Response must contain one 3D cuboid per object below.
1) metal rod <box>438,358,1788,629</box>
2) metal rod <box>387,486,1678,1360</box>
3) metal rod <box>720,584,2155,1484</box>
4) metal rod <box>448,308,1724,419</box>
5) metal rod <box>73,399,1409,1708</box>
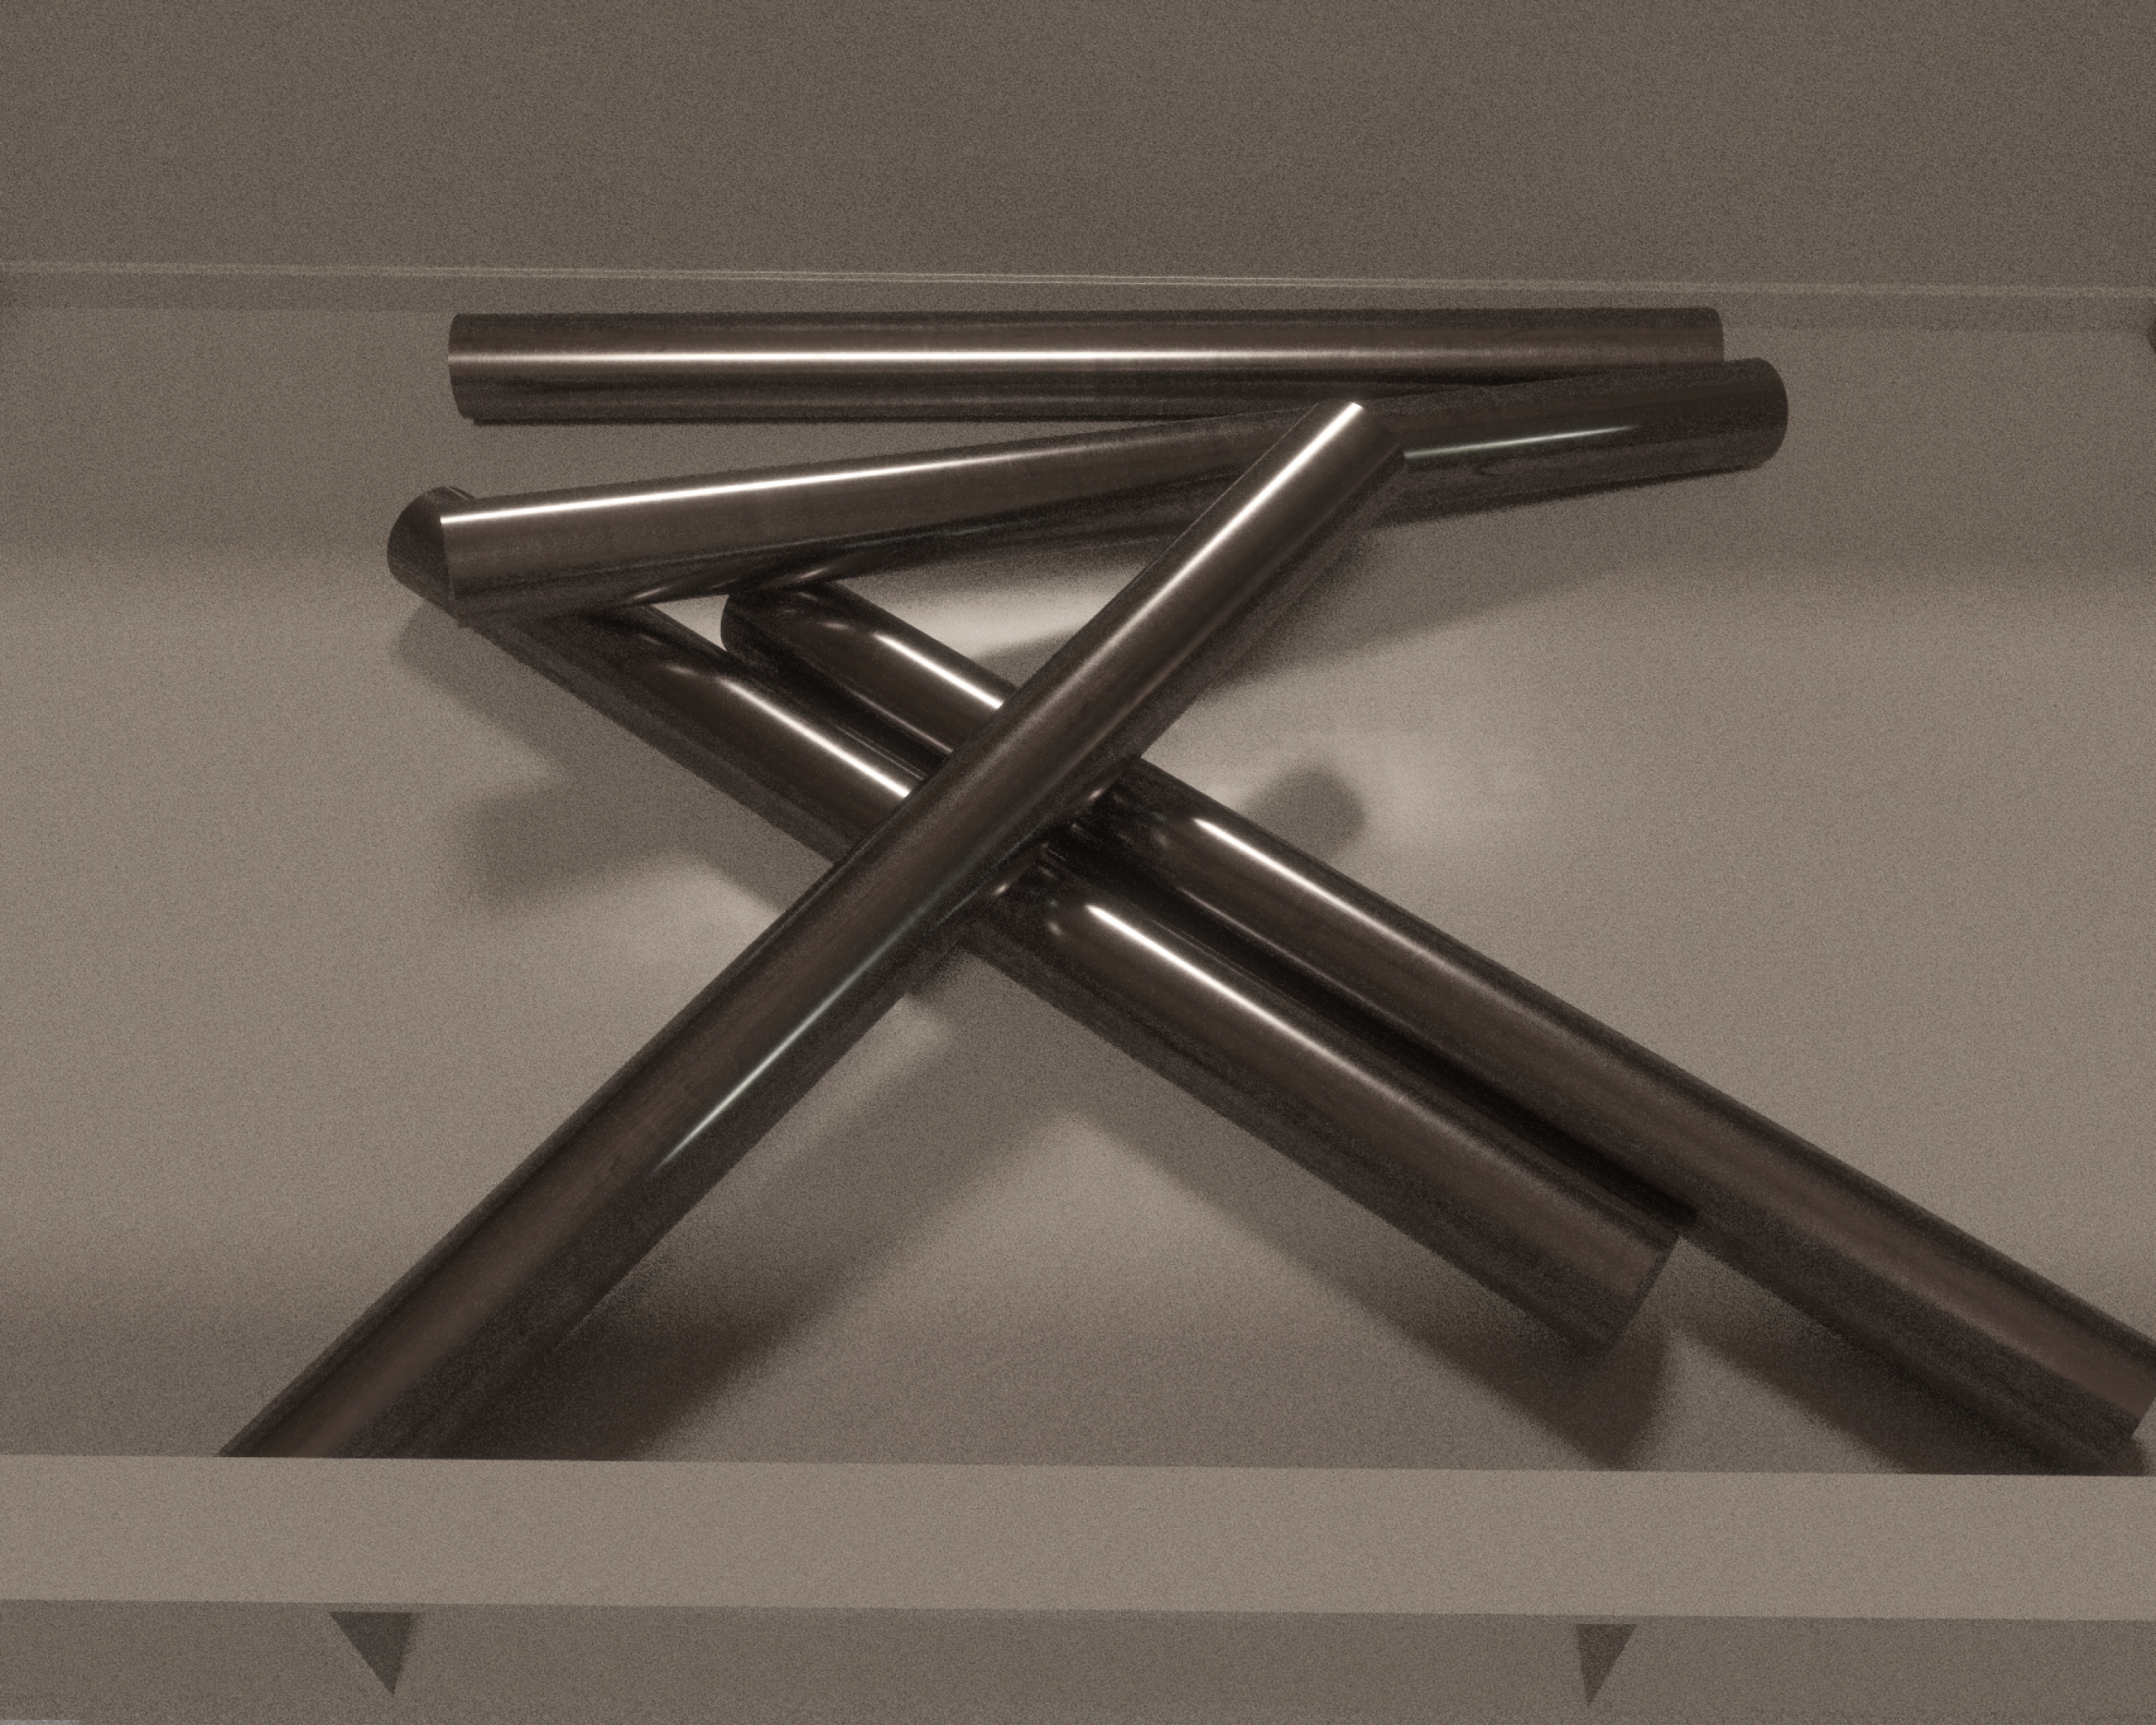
[{"bbox_3d":[0.019,-0.083,0.454,0.302,0.025,0.025,-10,51,-17],"label":"metal rod"},{"bbox_3d":[-0.025,0.000,0.404,0.300,0.025,0.025,31,57,23],"label":"metal rod"},{"bbox_3d":[0.050,0.017,0.391,0.300,0.025,0.025,31,57,23],"label":"metal rod"},{"bbox_3d":[0.003,-0.121,0.506,0.302,0.025,0.025,-1,50,-1],"label":"metal rod"},{"bbox_3d":[-0.041,0.016,0.363,0.025,0.025,0.301,34,65,24],"label":"metal rod"}]
